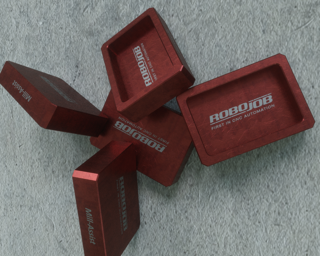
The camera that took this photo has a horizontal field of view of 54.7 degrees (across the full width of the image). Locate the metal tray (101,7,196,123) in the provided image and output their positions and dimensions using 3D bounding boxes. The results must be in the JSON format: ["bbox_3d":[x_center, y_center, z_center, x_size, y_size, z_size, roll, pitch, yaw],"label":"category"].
[{"bbox_3d":[-0.021,-0.081,0.383,0.090,0.030,0.130,-33,51,16],"label":"metal tray"}]

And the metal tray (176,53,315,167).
[{"bbox_3d":[0.094,-0.019,0.357,0.131,0.030,0.090,-21,83,3],"label":"metal tray"}]

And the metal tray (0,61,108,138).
[{"bbox_3d":[-0.141,-0.038,0.407,0.130,0.090,0.030,37,102,33],"label":"metal tray"}]

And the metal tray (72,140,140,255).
[{"bbox_3d":[-0.059,0.091,0.375,0.030,0.090,0.129,6,113,20],"label":"metal tray"}]

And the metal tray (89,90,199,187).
[{"bbox_3d":[-0.020,0.008,0.413,0.130,0.030,0.090,27,99,17],"label":"metal tray"}]
